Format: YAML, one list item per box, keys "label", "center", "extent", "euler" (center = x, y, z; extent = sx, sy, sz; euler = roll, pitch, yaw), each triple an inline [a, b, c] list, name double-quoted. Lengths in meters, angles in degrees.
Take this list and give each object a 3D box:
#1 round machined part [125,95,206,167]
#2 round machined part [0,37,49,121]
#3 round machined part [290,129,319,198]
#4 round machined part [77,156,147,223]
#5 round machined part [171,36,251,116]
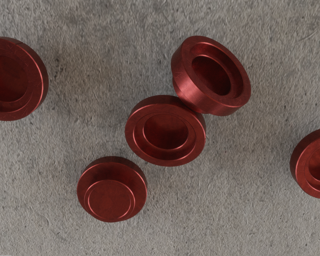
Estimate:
- label: "round machined part"
  center: [0.009, -0.001, 0.390]
  extent: [0.099, 0.042, 0.097]
  euler: [5, 128, 7]
- label: "round machined part"
  center: [-0.185, -0.061, 0.376]
  extent: [0.099, 0.042, 0.097]
  euler: [0, 110, 0]
- label: "round machined part"
  center: [0.225, 0.043, 0.418]
  extent: [0.099, 0.042, 0.097]
  euler: [0, 110, 0]
- label: "round machined part"
  center: [-0.068, 0.092, 0.434]
  extent: [0.099, 0.042, 0.097]
  euler: [0, 110, 0]
- label: "round machined part"
  center: [0.054, -0.055, 0.359]
  extent: [0.098, 0.098, 0.042]
  euler: [34, 138, -12]
